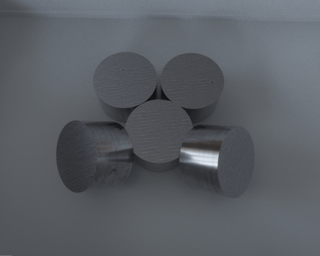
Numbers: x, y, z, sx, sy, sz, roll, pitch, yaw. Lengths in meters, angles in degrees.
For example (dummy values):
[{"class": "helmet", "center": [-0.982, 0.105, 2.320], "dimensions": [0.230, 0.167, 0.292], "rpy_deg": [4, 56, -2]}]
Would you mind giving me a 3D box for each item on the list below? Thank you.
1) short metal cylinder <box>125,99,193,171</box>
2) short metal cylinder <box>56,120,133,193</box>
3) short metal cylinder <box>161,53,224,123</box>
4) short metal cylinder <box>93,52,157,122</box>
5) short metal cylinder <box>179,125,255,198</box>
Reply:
[{"class": "short metal cylinder", "center": [-0.001, 0.011, 0.389], "dimensions": [0.081, 0.050, 0.080], "rpy_deg": [0, 70, 0]}, {"class": "short metal cylinder", "center": [-0.077, 0.032, 0.360], "dimensions": [0.050, 0.080, 0.080], "rpy_deg": [1, 62, -48]}, {"class": "short metal cylinder", "center": [0.041, -0.052, 0.415], "dimensions": [0.081, 0.050, 0.080], "rpy_deg": [0, 70, 0]}, {"class": "short metal cylinder", "center": [-0.044, -0.053, 0.413], "dimensions": [0.081, 0.050, 0.080], "rpy_deg": [0, 70, 0]}, {"class": "short metal cylinder", "center": [0.068, 0.037, 0.359], "dimensions": [0.050, 0.080, 0.080], "rpy_deg": [3, 64, 43]}]
